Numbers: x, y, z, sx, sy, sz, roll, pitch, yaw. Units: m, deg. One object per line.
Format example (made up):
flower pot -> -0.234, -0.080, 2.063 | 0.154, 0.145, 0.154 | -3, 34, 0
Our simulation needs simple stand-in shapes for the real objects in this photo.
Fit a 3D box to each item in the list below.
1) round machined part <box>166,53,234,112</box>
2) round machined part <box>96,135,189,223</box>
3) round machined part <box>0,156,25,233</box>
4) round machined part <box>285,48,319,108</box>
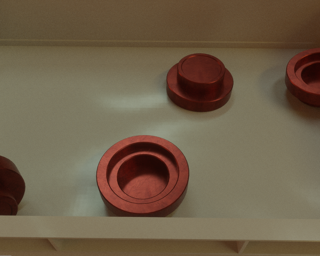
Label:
round machined part -> 0.059, -0.073, 0.456 | 0.099, 0.042, 0.098 | 0, 50, 0
round machined part -> -0.018, 0.059, 0.344 | 0.099, 0.042, 0.098 | 0, 50, 0
round machined part -> -0.178, 0.074, 0.294 | 0.099, 0.097, 0.042 | -30, 57, -23
round machined part -> 0.232, -0.067, 0.444 | 0.098, 0.042, 0.098 | -7, 50, 9
